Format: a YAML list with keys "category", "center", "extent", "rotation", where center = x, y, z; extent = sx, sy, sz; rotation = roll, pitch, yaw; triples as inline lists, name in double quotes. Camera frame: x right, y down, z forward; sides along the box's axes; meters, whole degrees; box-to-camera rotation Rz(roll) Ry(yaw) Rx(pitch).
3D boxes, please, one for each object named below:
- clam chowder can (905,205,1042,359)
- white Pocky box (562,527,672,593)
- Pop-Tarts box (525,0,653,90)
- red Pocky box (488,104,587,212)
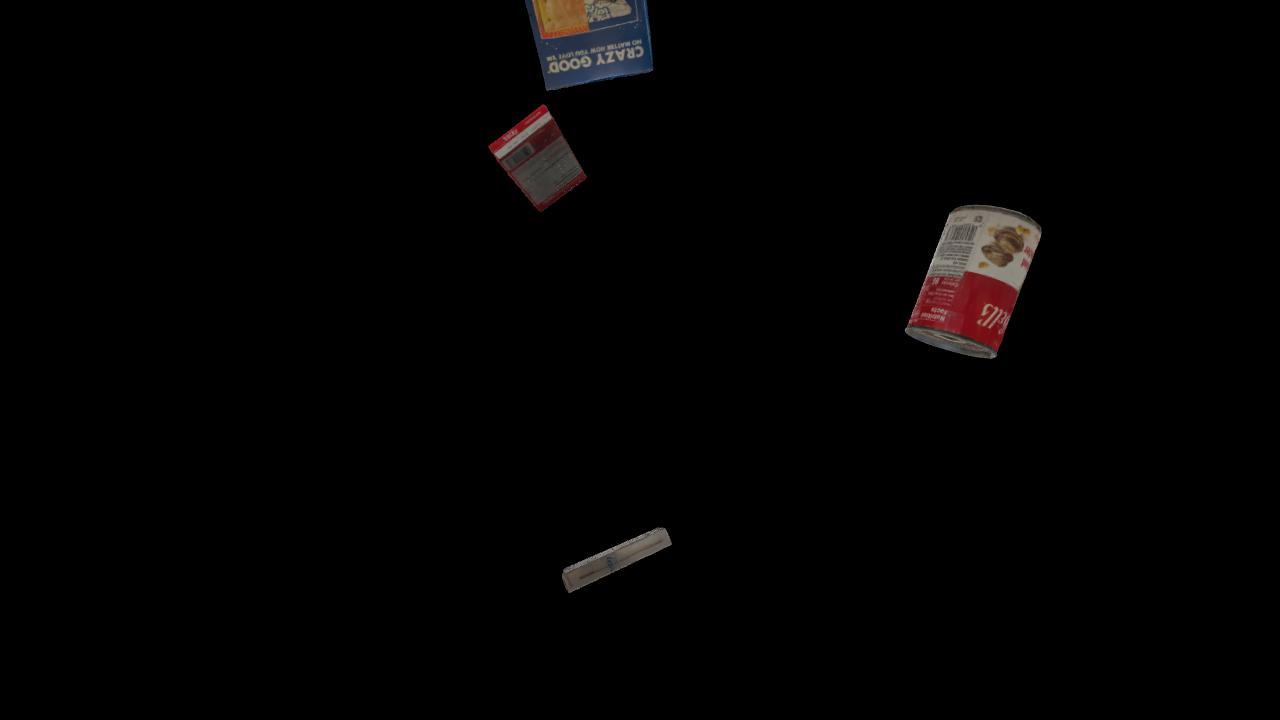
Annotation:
- category: "clam chowder can"
  center: [0.257, -0.060, 0.477]
  extent: [0.068, 0.102, 0.068]
  rotation: [20, 1, 0]
- category: "white Pocky box"
  center: [-0.034, 0.278, 0.866]
  extent: [0.154, 0.028, 0.084]
  rotation: [-22, -11, -10]
- category: "Pop-Tarts box"
  center: [-0.042, -0.303, 0.456]
  extent: [0.083, 0.141, 0.167]
  rotation: [-7, 40, 5]
- category: "red Pocky box"
  center: [-0.124, -0.248, 0.776]
  extent: [0.083, 0.028, 0.155]
  rotation: [-37, -13, 2]
